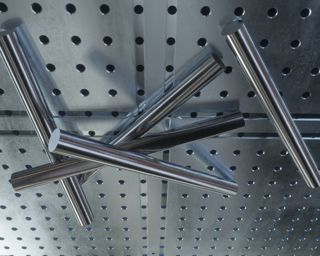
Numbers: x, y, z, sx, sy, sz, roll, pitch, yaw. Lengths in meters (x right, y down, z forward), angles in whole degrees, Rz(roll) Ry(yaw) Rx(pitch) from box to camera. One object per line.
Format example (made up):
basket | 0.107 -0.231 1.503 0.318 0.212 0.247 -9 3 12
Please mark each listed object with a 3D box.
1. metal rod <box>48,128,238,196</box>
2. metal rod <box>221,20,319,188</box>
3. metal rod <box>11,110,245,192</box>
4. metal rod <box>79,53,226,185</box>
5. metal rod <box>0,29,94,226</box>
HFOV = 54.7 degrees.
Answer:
metal rod | 0.004 0.055 0.406 0.302 0.025 0.025 21 129 -38
metal rod | 0.159 -0.011 0.404 0.025 0.025 0.300 -27 126 21
metal rod | -0.039 0.029 0.401 0.302 0.025 0.025 -16 129 -2
metal rod | -0.038 0.008 0.417 0.025 0.025 0.299 36 121 -27
metal rod | -0.140 0.022 0.407 0.025 0.025 0.298 -7 124 6
